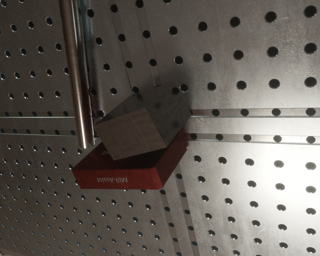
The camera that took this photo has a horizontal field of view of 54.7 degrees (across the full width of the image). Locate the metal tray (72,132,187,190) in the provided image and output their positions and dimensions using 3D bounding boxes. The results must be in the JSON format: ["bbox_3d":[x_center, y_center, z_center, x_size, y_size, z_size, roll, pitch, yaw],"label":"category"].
[{"bbox_3d":[-0.040,0.042,0.414,0.130,0.090,0.030,-6,115,30],"label":"metal tray"}]

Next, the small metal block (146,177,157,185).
[{"bbox_3d":[-0.027,0.059,0.445,0.050,0.050,0.025,-7,115,31],"label":"small metal block"}]

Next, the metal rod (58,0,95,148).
[{"bbox_3d":[-0.110,-0.101,0.404,0.025,0.025,0.298,15,125,19],"label":"metal rod"}]

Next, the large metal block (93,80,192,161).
[{"bbox_3d":[-0.019,-0.010,0.378,0.080,0.080,0.050,-17,110,34],"label":"large metal block"}]
